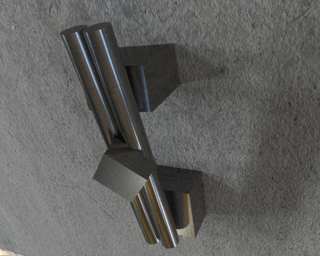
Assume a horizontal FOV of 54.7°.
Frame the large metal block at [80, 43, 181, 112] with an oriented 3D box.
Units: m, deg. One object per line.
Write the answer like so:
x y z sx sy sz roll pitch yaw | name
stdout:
-0.032 -0.059 0.353 0.080 0.080 0.050 3 120 26 | large metal block

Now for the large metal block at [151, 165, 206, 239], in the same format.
0.017 0.103 0.446 0.080 0.050 0.079 5 121 25 | large metal block

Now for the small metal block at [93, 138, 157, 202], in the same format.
-0.038 0.046 0.331 0.050 0.025 0.050 32 134 0 | small metal block

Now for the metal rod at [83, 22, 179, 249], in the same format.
-0.020 0.034 0.346 0.025 0.025 0.298 3 127 27 | metal rod

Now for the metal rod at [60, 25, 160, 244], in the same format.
-0.043 0.033 0.357 0.025 0.025 0.298 3 127 27 | metal rod
